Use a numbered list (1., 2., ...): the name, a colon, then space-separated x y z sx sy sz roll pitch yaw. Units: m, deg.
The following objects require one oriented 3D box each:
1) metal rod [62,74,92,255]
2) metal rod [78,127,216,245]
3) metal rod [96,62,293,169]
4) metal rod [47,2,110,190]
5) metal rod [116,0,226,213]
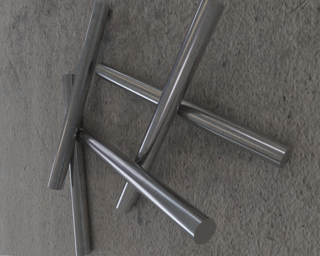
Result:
1. metal rod: -0.140 0.058 0.520 0.025 0.025 0.298 -10 84 39
2. metal rod: -0.042 0.050 0.389 0.300 0.025 0.025 26 107 53
3. metal rod: 0.017 -0.030 0.390 0.300 0.025 0.025 29 108 36
4. metal rod: -0.130 -0.047 0.491 0.025 0.025 0.298 19 96 38
5. metal rod: 0.000 -0.005 0.375 0.025 0.025 0.298 44 125 31
